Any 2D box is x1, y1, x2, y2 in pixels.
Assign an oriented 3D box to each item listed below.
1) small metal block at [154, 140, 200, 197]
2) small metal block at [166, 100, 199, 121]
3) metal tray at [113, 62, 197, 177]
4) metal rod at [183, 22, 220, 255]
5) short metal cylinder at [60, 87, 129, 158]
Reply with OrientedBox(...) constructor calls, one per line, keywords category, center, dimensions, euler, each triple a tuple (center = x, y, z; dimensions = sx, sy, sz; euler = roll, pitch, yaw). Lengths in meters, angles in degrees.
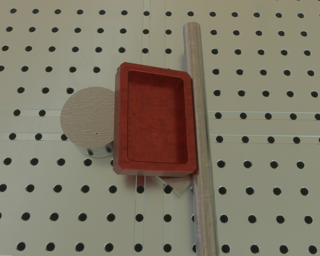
OrientedBox(category="small metal block", center=(0.022, 0.051, 0.392), dimensions=(0.050, 0.025, 0.050), euler=(37, 74, 12))
OrientedBox(category="small metal block", center=(0.032, -0.031, 0.424), dimensions=(0.050, 0.025, 0.050), euler=(-14, 71, -6))
OrientedBox(category="metal tray", center=(-0.007, -0.010, 0.370), dimensions=(0.091, 0.030, 0.130), euler=(6, 69, -19))
OrientedBox(category="metal rod", center=(0.048, -0.001, 0.386), dimensions=(0.025, 0.025, 0.299), euler=(-1, 70, -1))
OrientedBox(category="short metal cylinder", center=(-0.081, -0.006, 0.399), dimensions=(0.081, 0.050, 0.080), euler=(0, 70, 0))
